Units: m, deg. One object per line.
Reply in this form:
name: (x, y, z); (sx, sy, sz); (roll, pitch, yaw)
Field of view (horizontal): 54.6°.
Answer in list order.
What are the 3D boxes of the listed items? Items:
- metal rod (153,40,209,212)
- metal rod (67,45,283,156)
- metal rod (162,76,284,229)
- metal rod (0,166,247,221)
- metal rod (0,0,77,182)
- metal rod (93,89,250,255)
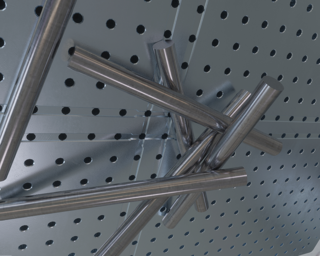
metal rod: (0.038, 0.020, 0.442); (0.025, 0.025, 0.299); (-26, 128, -12)
metal rod: (0.037, -0.023, 0.380); (0.302, 0.025, 0.025); (22, 107, -25)
metal rod: (0.068, 0.055, 0.422); (0.025, 0.025, 0.298); (0, 137, -29)
metal rod: (-0.041, 0.080, 0.385); (0.302, 0.025, 0.025); (-7, 123, -6)
metal rod: (-0.115, -0.075, 0.301); (0.025, 0.025, 0.298); (17, 110, -35)
metal rod: (0.024, 0.063, 0.419); (0.300, 0.025, 0.025); (-48, 130, -8)
